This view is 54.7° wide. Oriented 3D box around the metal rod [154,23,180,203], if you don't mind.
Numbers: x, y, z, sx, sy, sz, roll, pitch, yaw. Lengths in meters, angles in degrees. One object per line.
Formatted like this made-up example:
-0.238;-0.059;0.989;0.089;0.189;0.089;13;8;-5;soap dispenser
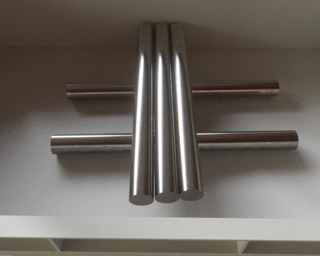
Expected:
0.005;-0.045;0.407;0.025;0.025;0.300;-1;50;-1;metal rod

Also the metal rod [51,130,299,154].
0.019;0.018;0.389;0.302;0.025;0.025;-1;50;-1;metal rod

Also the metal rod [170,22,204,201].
0.030;-0.047;0.409;0.025;0.025;0.300;-1;50;-1;metal rod

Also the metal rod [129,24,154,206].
-0.021;-0.043;0.405;0.025;0.025;0.300;-1;50;-1;metal rod

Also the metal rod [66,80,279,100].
0.019;-0.056;0.450;0.302;0.025;0.025;-1;50;-1;metal rod
